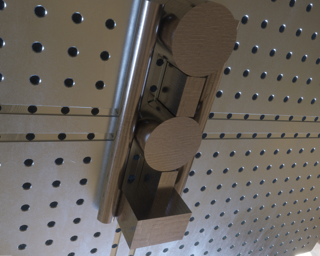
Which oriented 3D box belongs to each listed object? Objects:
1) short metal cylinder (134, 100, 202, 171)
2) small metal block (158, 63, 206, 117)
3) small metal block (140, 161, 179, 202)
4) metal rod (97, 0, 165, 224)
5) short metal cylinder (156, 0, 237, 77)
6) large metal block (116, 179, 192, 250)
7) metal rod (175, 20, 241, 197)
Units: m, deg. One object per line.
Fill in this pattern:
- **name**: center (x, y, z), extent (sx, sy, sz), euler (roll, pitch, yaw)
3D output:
- **short metal cylinder**: center (0.007, 0.009, 0.404), extent (0.081, 0.050, 0.079), euler (-14, 124, -21)
- **small metal block**: center (0.025, -0.047, 0.378), extent (0.025, 0.050, 0.050), euler (1, 118, -29)
- **small metal block**: center (-0.003, 0.067, 0.434), extent (0.025, 0.050, 0.050), euler (0, 118, -29)
- **metal rod**: center (-0.042, -0.001, 0.386), extent (0.025, 0.025, 0.298), euler (1, 118, -29)
- **short metal cylinder**: center (0.038, -0.104, 0.351), extent (0.081, 0.050, 0.079), euler (-14, 124, -21)
- **large metal block**: center (-0.014, 0.117, 0.440), extent (0.081, 0.080, 0.050), euler (1, 118, -29)
- **metal rod**: center (0.050, -0.002, 0.436), extent (0.025, 0.025, 0.298), euler (1, 118, -29)
